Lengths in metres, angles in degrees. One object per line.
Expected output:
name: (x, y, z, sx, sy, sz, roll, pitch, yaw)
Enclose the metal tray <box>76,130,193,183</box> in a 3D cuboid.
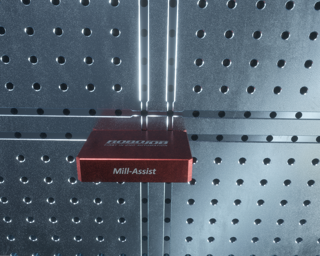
metal tray: (-0.029, 0.033, 0.390, 0.131, 0.090, 0.030, 0, 110, 0)
